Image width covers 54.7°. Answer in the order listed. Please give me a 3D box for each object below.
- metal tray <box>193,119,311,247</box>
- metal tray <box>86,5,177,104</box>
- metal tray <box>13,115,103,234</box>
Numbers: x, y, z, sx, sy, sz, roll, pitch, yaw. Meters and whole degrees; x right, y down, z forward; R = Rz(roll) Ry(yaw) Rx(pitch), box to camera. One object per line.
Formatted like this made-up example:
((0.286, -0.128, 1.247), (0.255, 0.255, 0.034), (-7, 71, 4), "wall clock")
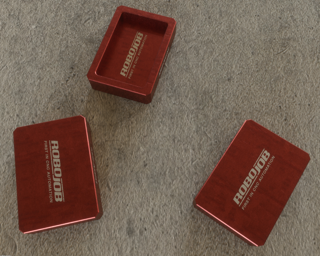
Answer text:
((0.112, 0.065, 0.382), (0.090, 0.030, 0.130), (33, 73, 11), "metal tray")
((-0.037, -0.107, 0.443), (0.090, 0.030, 0.130), (16, 71, 6), "metal tray")
((-0.127, 0.055, 0.384), (0.091, 0.030, 0.130), (-12, 70, -5), "metal tray")
